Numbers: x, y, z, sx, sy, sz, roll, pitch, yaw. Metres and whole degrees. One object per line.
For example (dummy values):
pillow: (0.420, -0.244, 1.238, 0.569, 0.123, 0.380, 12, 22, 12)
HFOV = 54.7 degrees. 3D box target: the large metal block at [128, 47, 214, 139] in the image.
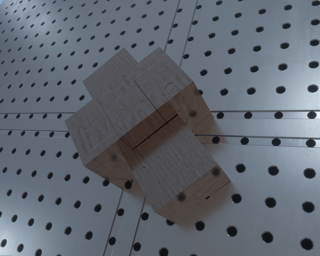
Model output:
large metal block: (0.014, -0.042, 0.390, 0.050, 0.080, 0.080, -38, 51, 3)

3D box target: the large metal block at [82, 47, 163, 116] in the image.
large metal block: (-0.054, -0.058, 0.451, 0.080, 0.050, 0.080, -39, 51, 2)

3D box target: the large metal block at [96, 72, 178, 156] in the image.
large metal block: (-0.026, -0.011, 0.392, 0.050, 0.080, 0.080, -38, 51, 3)

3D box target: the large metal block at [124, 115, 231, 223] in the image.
large metal block: (0.018, 0.046, 0.353, 0.080, 0.050, 0.080, -38, 51, 3)

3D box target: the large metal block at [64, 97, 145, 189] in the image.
large metal block: (-0.065, 0.020, 0.394, 0.050, 0.080, 0.080, -38, 51, 3)
